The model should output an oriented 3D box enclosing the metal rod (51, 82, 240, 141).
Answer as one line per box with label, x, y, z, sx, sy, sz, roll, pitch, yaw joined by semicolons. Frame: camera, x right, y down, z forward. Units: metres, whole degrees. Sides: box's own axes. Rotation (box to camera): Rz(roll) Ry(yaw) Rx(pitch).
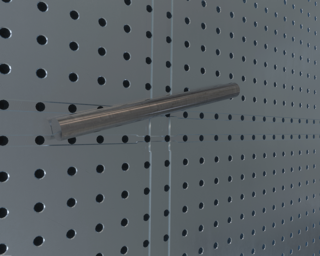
metal rod;0.007;-0.030;0.413;0.302;0.025;0.025;-16;100;-39
